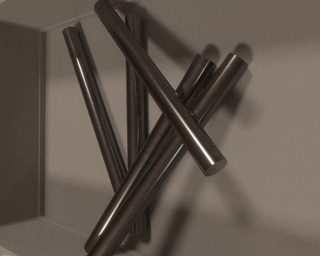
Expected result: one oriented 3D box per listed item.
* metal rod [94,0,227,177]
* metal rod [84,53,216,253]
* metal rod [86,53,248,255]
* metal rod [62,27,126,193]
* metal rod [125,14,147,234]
[{"bbox_3d":[-0.016,-0.069,0.369,0.025,0.025,0.300,-52,53,27],"label":"metal rod"},{"bbox_3d":[-0.020,0.044,0.396,0.025,0.025,0.298,40,106,32],"label":"metal rod"},{"bbox_3d":[0.000,0.048,0.352,0.025,0.025,0.299,39,97,33],"label":"metal rod"},{"bbox_3d":[-0.102,-0.032,0.488,0.025,0.025,0.299,-33,70,35],"label":"metal rod"},{"bbox_3d":[-0.033,-0.006,0.432,0.025,0.025,0.298,-2,89,39],"label":"metal rod"}]
